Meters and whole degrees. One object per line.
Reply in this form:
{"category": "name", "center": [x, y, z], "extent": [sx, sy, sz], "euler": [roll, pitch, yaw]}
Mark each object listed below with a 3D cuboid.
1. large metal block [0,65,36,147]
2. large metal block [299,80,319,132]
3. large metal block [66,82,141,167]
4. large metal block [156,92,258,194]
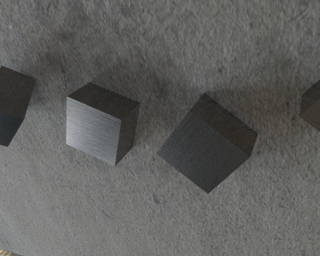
{"category": "large metal block", "center": [-0.232, -0.031, 0.462], "extent": [0.050, 0.080, 0.080], "euler": [22, 135, -29]}
{"category": "large metal block", "center": [0.188, -0.023, 0.278], "extent": [0.080, 0.050, 0.080], "euler": [38, 129, 2]}
{"category": "large metal block", "center": [-0.080, -0.006, 0.427], "extent": [0.080, 0.050, 0.079], "euler": [23, 127, 13]}
{"category": "large metal block", "center": [0.056, 0.019, 0.372], "extent": [0.080, 0.050, 0.080], "euler": [38, 129, 2]}
